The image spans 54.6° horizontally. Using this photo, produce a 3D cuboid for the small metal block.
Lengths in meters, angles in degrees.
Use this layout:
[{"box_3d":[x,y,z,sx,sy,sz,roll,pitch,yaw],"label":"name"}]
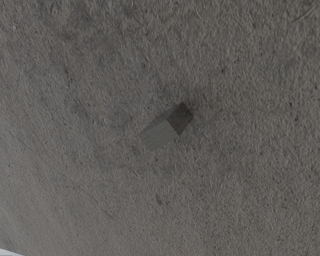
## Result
[{"box_3d":[0.008,-0.002,0.386,0.050,0.050,0.025,-30,102,38],"label":"small metal block"}]
